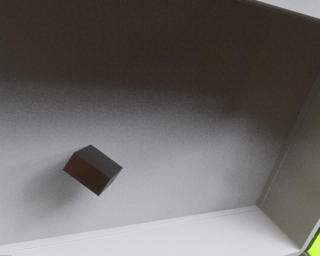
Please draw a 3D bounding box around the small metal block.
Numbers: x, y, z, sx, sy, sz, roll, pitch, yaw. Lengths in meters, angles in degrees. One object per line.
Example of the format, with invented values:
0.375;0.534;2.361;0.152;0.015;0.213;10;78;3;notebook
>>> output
-0.078;0.048;0.368;0.050;0.050;0.025;36;101;3;small metal block
